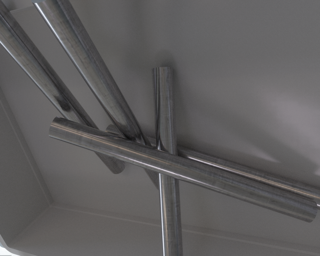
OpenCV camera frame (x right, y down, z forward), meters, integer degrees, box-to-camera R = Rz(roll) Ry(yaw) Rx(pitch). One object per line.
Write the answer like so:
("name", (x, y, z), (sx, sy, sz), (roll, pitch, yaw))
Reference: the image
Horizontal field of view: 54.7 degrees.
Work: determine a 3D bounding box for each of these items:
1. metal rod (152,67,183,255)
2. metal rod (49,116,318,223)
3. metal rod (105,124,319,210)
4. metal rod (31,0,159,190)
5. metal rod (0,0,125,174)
("metal rod", (0.011, 0.078, 0.373), (0.025, 0.025, 0.298), (-2, 93, 29))
("metal rod", (0.025, 0.046, 0.345), (0.301, 0.025, 0.025), (18, 127, 0))
("metal rod", (0.063, 0.047, 0.404), (0.301, 0.025, 0.025), (16, 125, 18))
("metal rod", (-0.040, -0.010, 0.343), (0.025, 0.025, 0.299), (5, 145, 26))
("metal rod", (-0.108, -0.025, 0.368), (0.025, 0.025, 0.299), (7, 148, 24))
